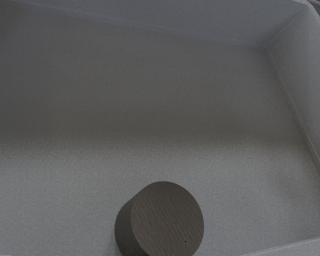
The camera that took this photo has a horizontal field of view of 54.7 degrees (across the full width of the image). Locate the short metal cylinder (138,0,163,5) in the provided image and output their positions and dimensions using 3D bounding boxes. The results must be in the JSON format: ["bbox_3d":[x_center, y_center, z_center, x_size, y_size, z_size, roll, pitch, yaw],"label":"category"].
[{"bbox_3d":[-0.019,-0.265,0.544,0.081,0.050,0.080,14,56,-21],"label":"short metal cylinder"}]

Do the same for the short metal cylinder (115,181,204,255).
[{"bbox_3d":[-0.001,0.102,0.326,0.081,0.050,0.080,14,56,-21],"label":"short metal cylinder"}]
